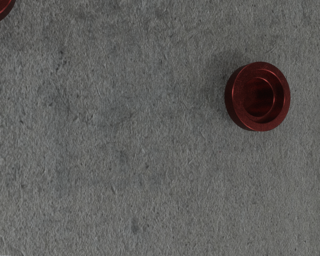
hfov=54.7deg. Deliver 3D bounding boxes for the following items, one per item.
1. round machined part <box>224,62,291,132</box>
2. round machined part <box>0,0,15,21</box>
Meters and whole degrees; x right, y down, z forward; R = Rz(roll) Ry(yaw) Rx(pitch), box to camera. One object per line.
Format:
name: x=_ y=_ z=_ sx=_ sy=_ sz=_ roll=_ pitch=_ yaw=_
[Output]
round machined part: x=0.136 y=-0.044 z=0.450 sx=0.099 sy=0.042 sz=0.097 roll=0 pitch=90 yaw=-20
round machined part: x=-0.204 y=-0.152 z=0.325 sx=0.099 sy=0.042 sz=0.097 roll=0 pitch=90 yaw=-20
